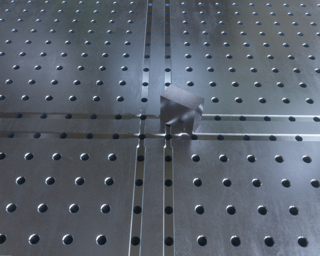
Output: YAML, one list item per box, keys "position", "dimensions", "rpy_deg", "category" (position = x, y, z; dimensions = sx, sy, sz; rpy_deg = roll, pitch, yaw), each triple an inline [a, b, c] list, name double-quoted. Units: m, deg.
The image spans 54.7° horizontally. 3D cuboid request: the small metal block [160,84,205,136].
- position: [0.028, -0.024, 0.412]
  dimensions: [0.050, 0.050, 0.025]
  rpy_deg: [26, 55, 19]
  category: "small metal block"
